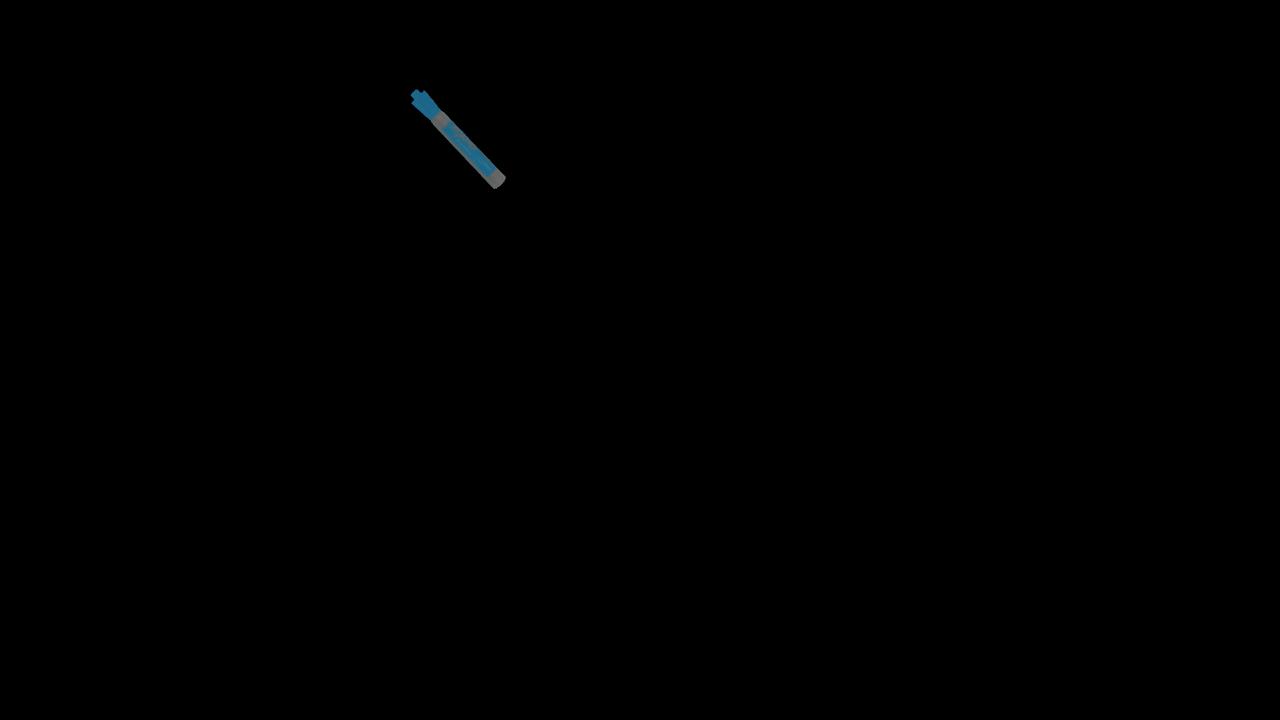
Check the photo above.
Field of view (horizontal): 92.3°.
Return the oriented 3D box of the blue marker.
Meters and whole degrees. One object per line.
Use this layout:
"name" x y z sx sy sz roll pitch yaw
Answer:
"blue marker" -0.190 -0.231 0.646 0.020 0.020 0.121 0 -37 48
